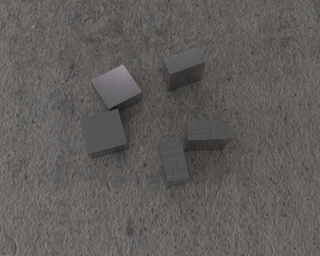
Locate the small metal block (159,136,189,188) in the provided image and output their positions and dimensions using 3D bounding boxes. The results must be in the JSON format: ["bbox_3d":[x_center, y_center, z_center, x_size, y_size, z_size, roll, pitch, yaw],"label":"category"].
[{"bbox_3d":[0.016,0.043,0.379,0.025,0.050,0.050,-11,71,-4],"label":"small metal block"}]

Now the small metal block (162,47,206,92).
[{"bbox_3d":[0.032,-0.079,0.424,0.050,0.050,0.025,-21,72,-7],"label":"small metal block"}]

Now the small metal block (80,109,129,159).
[{"bbox_3d":[-0.072,0.008,0.405,0.050,0.025,0.050,-15,71,-5],"label":"small metal block"}]

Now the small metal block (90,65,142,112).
[{"bbox_3d":[-0.059,-0.051,0.424,0.050,0.025,0.050,-30,73,-16],"label":"small metal block"}]

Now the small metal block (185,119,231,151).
[{"bbox_3d":[0.058,0.010,0.391,0.050,0.050,0.025,-2,70,-1],"label":"small metal block"}]
